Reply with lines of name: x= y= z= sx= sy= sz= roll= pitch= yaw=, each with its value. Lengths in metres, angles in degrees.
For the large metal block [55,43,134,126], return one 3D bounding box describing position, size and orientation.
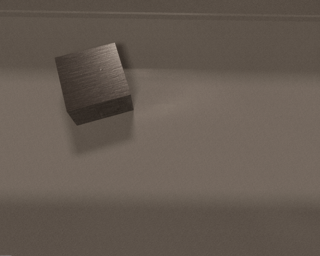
large metal block: x=-0.087 y=-0.058 z=0.417 sx=0.081 sy=0.050 sz=0.080 roll=-16 pitch=71 yaw=-6
